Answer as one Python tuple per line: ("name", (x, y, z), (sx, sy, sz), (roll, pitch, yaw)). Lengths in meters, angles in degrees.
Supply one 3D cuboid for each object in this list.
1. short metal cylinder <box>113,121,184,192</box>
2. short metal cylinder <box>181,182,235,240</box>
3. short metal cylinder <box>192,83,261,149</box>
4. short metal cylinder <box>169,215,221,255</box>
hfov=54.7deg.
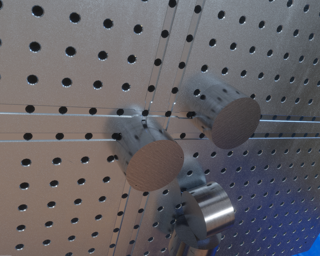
("short metal cylinder", (-0.015, 0.037, 0.411), (0.081, 0.050, 0.079), (-14, 125, -21))
("short metal cylinder", (0.076, 0.133, 0.502), (0.050, 0.080, 0.079), (-16, 125, -20))
("short metal cylinder", (0.093, -0.017, 0.438), (0.081, 0.050, 0.079), (-14, 125, -21))
("short metal cylinder", (0.059, 0.194, 0.530), (0.081, 0.080, 0.050), (-2, 120, -28))
